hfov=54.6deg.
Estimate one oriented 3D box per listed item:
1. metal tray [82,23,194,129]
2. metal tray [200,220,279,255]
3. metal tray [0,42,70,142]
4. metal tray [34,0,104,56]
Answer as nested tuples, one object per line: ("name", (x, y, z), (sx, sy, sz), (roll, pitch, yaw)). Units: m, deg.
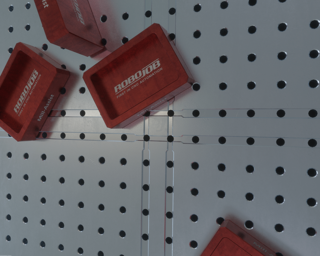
("metal tray", (-0.032, -0.067, 0.421), (0.130, 0.030, 0.090), (-30, 80, 17))
("metal tray", (0.108, 0.187, 0.371), (0.130, 0.030, 0.090), (34, 101, 16))
("metal tray", (-0.210, -0.055, 0.484), (0.090, 0.030, 0.129), (35, 101, 16))
("metal tray", (-0.131, -0.170, 0.425), (0.030, 0.090, 0.130), (-23, 82, 19))
